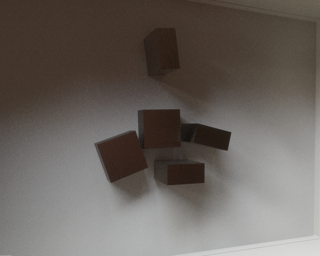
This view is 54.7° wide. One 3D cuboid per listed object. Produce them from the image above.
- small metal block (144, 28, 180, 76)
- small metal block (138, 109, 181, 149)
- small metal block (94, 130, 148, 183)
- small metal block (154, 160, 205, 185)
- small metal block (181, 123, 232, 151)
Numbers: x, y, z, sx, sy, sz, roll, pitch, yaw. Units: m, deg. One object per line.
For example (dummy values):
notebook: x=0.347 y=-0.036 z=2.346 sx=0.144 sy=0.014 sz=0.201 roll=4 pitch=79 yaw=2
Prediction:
small metal block: x=0.001 y=-0.096 z=0.397 sx=0.025 sy=0.050 sz=0.050 roll=-8 pitch=93 yaw=-20
small metal block: x=-0.001 y=0.001 z=0.410 sx=0.050 sy=0.025 sz=0.050 roll=-2 pitch=91 yaw=-20
small metal block: x=-0.049 y=0.035 z=0.392 sx=0.050 sy=0.025 sz=0.050 roll=-21 pitch=97 yaw=-19
small metal block: x=0.024 y=0.057 z=0.406 sx=0.050 sy=0.050 sz=0.025 roll=0 pitch=90 yaw=-20
small metal block: x=0.059 y=0.012 z=0.419 sx=0.050 sy=0.050 sz=0.025 roll=14 pitch=86 yaw=-20
